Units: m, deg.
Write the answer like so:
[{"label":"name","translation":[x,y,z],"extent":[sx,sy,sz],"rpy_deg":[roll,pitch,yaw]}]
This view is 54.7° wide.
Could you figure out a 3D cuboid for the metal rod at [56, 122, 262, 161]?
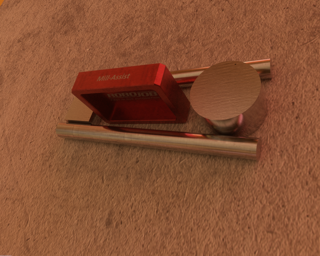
[{"label":"metal rod","translation":[-0.023,0.013,0.410],"extent":[0.300,0.025,0.025],"rpy_deg":[4,64,30]}]

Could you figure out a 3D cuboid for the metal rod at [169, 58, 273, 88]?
[{"label":"metal rod","translation":[0.002,-0.068,0.446],"extent":[0.300,0.025,0.025],"rpy_deg":[-2,61,27]}]

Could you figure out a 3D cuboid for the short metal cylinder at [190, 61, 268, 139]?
[{"label":"short metal cylinder","translation":[0.082,-0.032,0.365],"extent":[0.080,0.050,0.080],"rpy_deg":[-13,56,21]}]

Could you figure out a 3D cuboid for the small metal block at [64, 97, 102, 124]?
[{"label":"small metal block","translation":[-0.113,-0.027,0.482],"extent":[0.050,0.025,0.050],"rpy_deg":[5,64,30]}]

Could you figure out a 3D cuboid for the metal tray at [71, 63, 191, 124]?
[{"label":"metal tray","translation":[-0.037,-0.040,0.406],"extent":[0.130,0.090,0.030],"rpy_deg":[0,62,28]}]
